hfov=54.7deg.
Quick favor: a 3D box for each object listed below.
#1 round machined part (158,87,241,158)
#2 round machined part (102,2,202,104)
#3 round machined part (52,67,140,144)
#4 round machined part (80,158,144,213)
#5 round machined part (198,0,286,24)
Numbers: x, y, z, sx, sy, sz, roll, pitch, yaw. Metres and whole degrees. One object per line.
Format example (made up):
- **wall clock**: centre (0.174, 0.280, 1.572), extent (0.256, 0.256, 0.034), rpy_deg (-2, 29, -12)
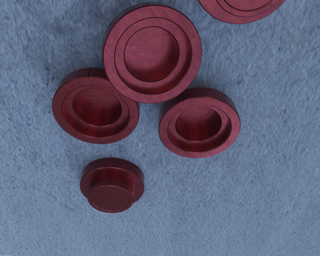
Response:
- **round machined part**: centre (0.047, -0.011, 0.388), extent (0.099, 0.042, 0.097), rpy_deg (-1, 130, 0)
- **round machined part**: centre (-0.010, -0.078, 0.318), extent (0.099, 0.042, 0.097), rpy_deg (-6, 119, -11)
- **round machined part**: centre (-0.073, -0.030, 0.369), extent (0.099, 0.042, 0.097), rpy_deg (0, 130, 0)
- **round machined part**: centre (-0.073, 0.094, 0.475), extent (0.099, 0.042, 0.097), rpy_deg (-1, 130, 0)
- **round machined part**: centre (0.078, -0.140, 0.278), extent (0.099, 0.042, 0.097), rpy_deg (-1, 130, 0)
